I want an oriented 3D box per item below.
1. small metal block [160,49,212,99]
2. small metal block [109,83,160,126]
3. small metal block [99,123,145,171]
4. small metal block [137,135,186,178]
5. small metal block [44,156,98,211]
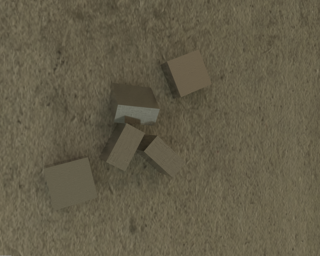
[{"bbox_3d":[0.036,-0.073,0.423,0.050,0.025,0.050,-25,99,-19],"label":"small metal block"},{"bbox_3d":[-0.033,-0.030,0.382,0.050,0.050,0.025,5,126,-20],"label":"small metal block"},{"bbox_3d":[-0.048,0.022,0.379,0.025,0.050,0.050,30,80,-18],"label":"small metal block"},{"bbox_3d":[-0.002,0.035,0.396,0.050,0.050,0.025,44,76,-15],"label":"small metal block"},{"bbox_3d":[-0.107,0.064,0.370,0.050,0.025,0.050,-14,95,-20],"label":"small metal block"}]
